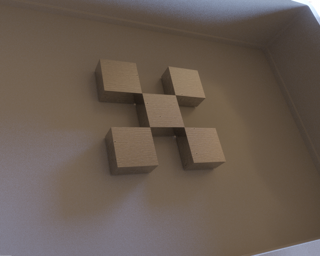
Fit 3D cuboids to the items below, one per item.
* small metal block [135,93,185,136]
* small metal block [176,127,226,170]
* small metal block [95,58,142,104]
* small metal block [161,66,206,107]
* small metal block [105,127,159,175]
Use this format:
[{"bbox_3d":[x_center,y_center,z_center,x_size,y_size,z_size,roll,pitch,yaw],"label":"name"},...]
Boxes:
[{"bbox_3d":[0.000,-0.017,0.413,0.050,0.025,0.050,0,62,-28],"label":"small metal block"},{"bbox_3d":[0.054,0.027,0.415,0.050,0.025,0.050,1,61,-28],"label":"small metal block"},{"bbox_3d":[-0.056,-0.061,0.410,0.050,0.025,0.050,2,61,-28],"label":"small metal block"},{"bbox_3d":[0.034,-0.060,0.457,0.050,0.025,0.050,2,61,-27],"label":"small metal block"},{"bbox_3d":[-0.034,0.027,0.368,0.050,0.025,0.050,1,61,-28],"label":"small metal block"}]
